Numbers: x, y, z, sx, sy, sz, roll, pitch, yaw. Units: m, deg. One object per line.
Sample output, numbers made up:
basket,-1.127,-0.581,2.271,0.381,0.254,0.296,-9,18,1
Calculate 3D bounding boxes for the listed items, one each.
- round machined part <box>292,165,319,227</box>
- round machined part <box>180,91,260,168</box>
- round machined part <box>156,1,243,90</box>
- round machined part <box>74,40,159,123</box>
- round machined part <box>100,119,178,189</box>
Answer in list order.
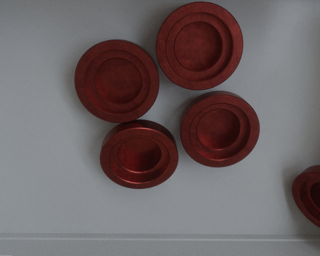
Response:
round machined part,0.236,0.093,0.421,0.042,0.098,0.097,-29,112,-29
round machined part,0.075,-0.001,0.403,0.099,0.042,0.097,0,110,-1
round machined part,0.044,-0.097,0.367,0.099,0.042,0.097,0,110,-1
round machined part,-0.050,-0.059,0.379,0.099,0.042,0.097,0,108,0
round machined part,-0.027,0.030,0.406,0.099,0.042,0.097,-2,122,-3
